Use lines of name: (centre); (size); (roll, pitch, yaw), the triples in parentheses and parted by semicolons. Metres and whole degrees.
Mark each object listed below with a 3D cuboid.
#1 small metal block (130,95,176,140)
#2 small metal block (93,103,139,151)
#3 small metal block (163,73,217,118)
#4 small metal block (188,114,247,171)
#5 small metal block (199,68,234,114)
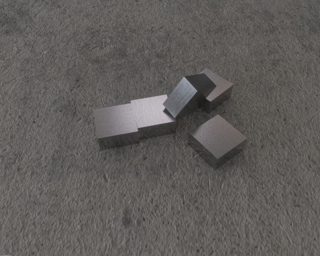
small metal block: (-0.009, -0.015, 0.416); (0.050, 0.025, 0.050); (-11, 51, -9)
small metal block: (-0.057, -0.002, 0.405); (0.050, 0.025, 0.050); (-10, 51, -9)
small metal block: (0.039, -0.043, 0.405); (0.025, 0.050, 0.050); (50, 37, 15)
small metal block: (0.071, 0.017, 0.389); (0.050, 0.025, 0.050); (-31, 57, -23)
small metal block: (0.069, -0.054, 0.449); (0.050, 0.025, 0.050); (-37, 59, -27)
